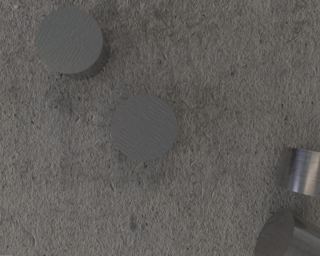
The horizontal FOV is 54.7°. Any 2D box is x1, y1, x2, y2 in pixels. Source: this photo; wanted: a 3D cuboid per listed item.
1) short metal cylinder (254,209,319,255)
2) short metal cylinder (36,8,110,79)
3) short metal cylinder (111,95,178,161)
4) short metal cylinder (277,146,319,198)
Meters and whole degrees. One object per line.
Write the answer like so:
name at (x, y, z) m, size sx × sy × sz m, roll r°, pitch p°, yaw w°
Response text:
short metal cylinder at (0.162, 0.149, 0.384) m, size 0.050 × 0.080 × 0.080 m, roll 30°, pitch 90°, yaw 0°
short metal cylinder at (-0.109, -0.105, 0.396) m, size 0.081 × 0.050 × 0.080 m, roll 0°, pitch 90°, yaw 0°
short metal cylinder at (-0.019, -0.001, 0.397) m, size 0.081 × 0.050 × 0.080 m, roll 0°, pitch 90°, yaw 0°
short metal cylinder at (0.191, 0.054, 0.384) m, size 0.080 × 0.080 × 0.050 m, roll 10°, pitch 90°, yaw 0°
